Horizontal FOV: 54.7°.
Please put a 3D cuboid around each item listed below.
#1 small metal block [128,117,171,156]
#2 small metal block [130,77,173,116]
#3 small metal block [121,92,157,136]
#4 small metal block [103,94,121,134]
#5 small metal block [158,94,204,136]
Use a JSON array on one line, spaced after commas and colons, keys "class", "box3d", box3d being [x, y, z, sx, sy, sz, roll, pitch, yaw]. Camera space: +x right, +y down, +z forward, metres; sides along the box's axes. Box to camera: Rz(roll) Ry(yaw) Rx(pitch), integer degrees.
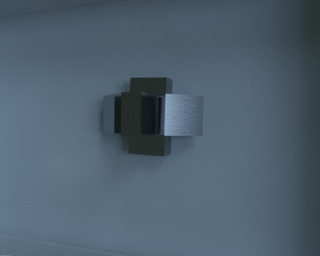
[{"class": "small metal block", "box3d": [-0.013, 0.010, 0.413, 0.050, 0.025, 0.050, 3, 91, 20]}, {"class": "small metal block", "box3d": [-0.012, -0.040, 0.412, 0.050, 0.025, 0.050, 3, 91, 19]}, {"class": "small metal block", "box3d": [-0.025, -0.016, 0.377, 0.025, 0.050, 0.050, 1, 90, 19]}, {"class": "small metal block", "box3d": [-0.057, -0.018, 0.414, 0.050, 0.025, 0.050, 2, 91, 63]}, {"class": "small metal block", "box3d": [0.025, -0.016, 0.387, 0.050, 0.025, 0.050, 1, 91, -20]}]
